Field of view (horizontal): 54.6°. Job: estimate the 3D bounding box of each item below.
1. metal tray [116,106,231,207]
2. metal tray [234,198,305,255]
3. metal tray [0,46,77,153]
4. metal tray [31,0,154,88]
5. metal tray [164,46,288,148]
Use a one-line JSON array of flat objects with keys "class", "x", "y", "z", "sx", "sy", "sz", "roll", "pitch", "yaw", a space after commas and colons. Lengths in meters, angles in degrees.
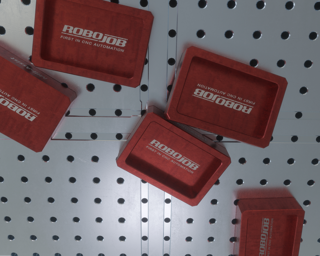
[{"class": "metal tray", "x": 0.018, "y": 0.040, "z": 0.425, "sx": 0.130, "sy": 0.030, "sz": 0.090, "roll": 30, "pitch": 107, "yaw": -11}, {"class": "metal tray", "x": 0.163, "y": 0.171, "z": 0.474, "sx": 0.090, "sy": 0.030, "sz": 0.129, "roll": -2, "pitch": 110, "yaw": 0}, {"class": "metal tray", "x": -0.187, "y": -0.039, "z": 0.395, "sx": 0.130, "sy": 0.030, "sz": 0.090, "roll": 32, "pitch": 107, "yaw": -11}, {"class": "metal tray", "x": -0.079, "y": -0.107, "z": 0.370, "sx": 0.131, "sy": 0.030, "sz": 0.089, "roll": 12, "pitch": 110, "yaw": -5}, {"class": "metal tray", "x": 0.080, "y": -0.036, "z": 0.382, "sx": 0.131, "sy": 0.030, "sz": 0.090, "roll": 17, "pitch": 89, "yaw": -7}]
